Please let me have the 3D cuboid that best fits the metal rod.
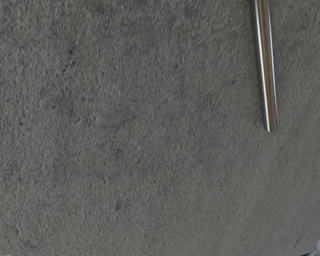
[{"bbox_3d":[0.139,-0.112,0.413,0.025,0.025,0.299,-29,128,-10],"label":"metal rod"}]
